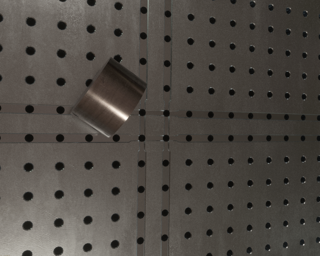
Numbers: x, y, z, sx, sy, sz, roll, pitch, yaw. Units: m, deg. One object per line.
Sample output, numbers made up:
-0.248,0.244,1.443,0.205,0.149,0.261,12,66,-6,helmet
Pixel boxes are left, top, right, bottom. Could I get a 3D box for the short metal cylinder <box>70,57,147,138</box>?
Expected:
-0.060,-0.036,0.362,0.050,0.080,0.080,36,78,-17,short metal cylinder
